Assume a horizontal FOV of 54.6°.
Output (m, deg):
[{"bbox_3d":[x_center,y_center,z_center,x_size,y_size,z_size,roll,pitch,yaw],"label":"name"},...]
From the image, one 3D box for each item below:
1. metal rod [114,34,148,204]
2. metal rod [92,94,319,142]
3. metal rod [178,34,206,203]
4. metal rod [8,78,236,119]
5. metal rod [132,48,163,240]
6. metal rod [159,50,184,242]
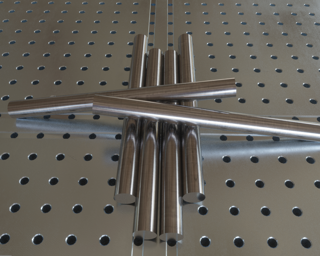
[{"bbox_3d":[-0.035,-0.037,0.438,0.025,0.025,0.300,1,50,1],"label":"metal rod"},{"bbox_3d":[0.069,-0.011,0.390,0.302,0.025,0.025,7,50,-6],"label":"metal rod"},{"bbox_3d":[0.041,-0.038,0.439,0.025,0.025,0.300,1,50,1],"label":"metal rod"},{"bbox_3d":[-0.054,-0.038,0.410,0.301,0.025,0.025,-5,50,7],"label":"metal rod"},{"bbox_3d":[-0.012,-0.006,0.411,0.025,0.025,0.300,1,50,1],"label":"metal rod"},{"bbox_3d":[0.015,-0.003,0.412,0.025,0.025,0.300,1,50,1],"label":"metal rod"}]
